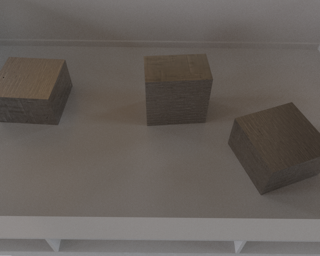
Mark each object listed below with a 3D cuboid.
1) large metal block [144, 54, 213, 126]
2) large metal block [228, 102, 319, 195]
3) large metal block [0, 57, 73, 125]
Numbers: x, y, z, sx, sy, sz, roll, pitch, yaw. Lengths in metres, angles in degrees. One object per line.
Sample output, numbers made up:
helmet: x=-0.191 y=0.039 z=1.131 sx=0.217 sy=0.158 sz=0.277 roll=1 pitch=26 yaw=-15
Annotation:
large metal block: x=0.021 y=-0.049 z=0.411 sx=0.081 sy=0.080 sz=0.050 roll=-3 pitch=50 yaw=-3
large metal block: x=0.141 y=0.023 z=0.372 sx=0.081 sy=0.050 sz=0.080 roll=-15 pitch=52 yaw=-13
large metal block: x=-0.176 y=-0.052 z=0.430 sx=0.080 sy=0.050 sz=0.080 roll=3 pitch=50 yaw=2
